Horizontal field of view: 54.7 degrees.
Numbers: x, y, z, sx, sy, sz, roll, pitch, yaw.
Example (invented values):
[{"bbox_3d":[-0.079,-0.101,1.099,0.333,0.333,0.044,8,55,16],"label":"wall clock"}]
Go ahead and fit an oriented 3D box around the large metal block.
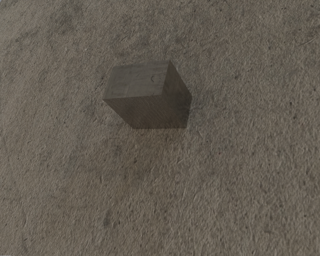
[{"bbox_3d":[-0.013,-0.039,0.400,0.080,0.080,0.050,-1,61,27],"label":"large metal block"}]
